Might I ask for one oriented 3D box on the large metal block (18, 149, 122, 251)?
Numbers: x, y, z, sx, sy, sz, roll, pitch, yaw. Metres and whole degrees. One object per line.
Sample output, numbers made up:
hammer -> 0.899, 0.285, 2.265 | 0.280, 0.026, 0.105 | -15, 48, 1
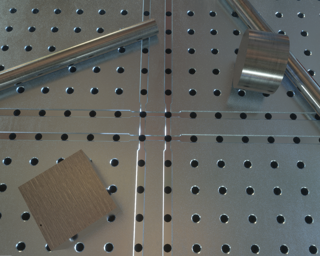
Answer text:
large metal block -> -0.103, 0.085, 0.366 | 0.080, 0.050, 0.080 | -32, 74, -11

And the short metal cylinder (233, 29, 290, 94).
short metal cylinder -> 0.133, -0.089, 0.417 | 0.050, 0.080, 0.080 | 10, 70, 3

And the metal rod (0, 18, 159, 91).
metal rod -> -0.145, -0.097, 0.445 | 0.302, 0.025, 0.025 | -22, 72, -9

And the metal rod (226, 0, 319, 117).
metal rod -> 0.180, -0.103, 0.451 | 0.025, 0.025, 0.299 | -28, 73, -10
